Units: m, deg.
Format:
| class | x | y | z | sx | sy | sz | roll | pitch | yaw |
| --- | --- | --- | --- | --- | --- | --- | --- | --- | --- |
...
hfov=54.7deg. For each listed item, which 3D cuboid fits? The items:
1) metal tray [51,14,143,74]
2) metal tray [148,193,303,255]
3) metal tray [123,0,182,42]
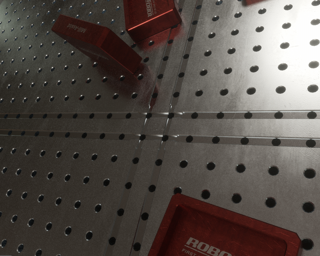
| class | x | y | z | sx | sy | sz | roll | pitch | yaw |
| --- | --- | --- | --- | --- | --- | --- | --- | --- | --- |
| metal tray | -0.102 | -0.134 | 0.497 | 0.130 | 0.090 | 0.030 | 27 | 87 | 37 |
| metal tray | 0.057 | 0.125 | 0.297 | 0.130 | 0.030 | 0.090 | 12 | 68 | 32 |
| metal tray | -0.018 | -0.220 | 0.547 | 0.090 | 0.030 | 0.130 | -19 | 54 | 16 |
